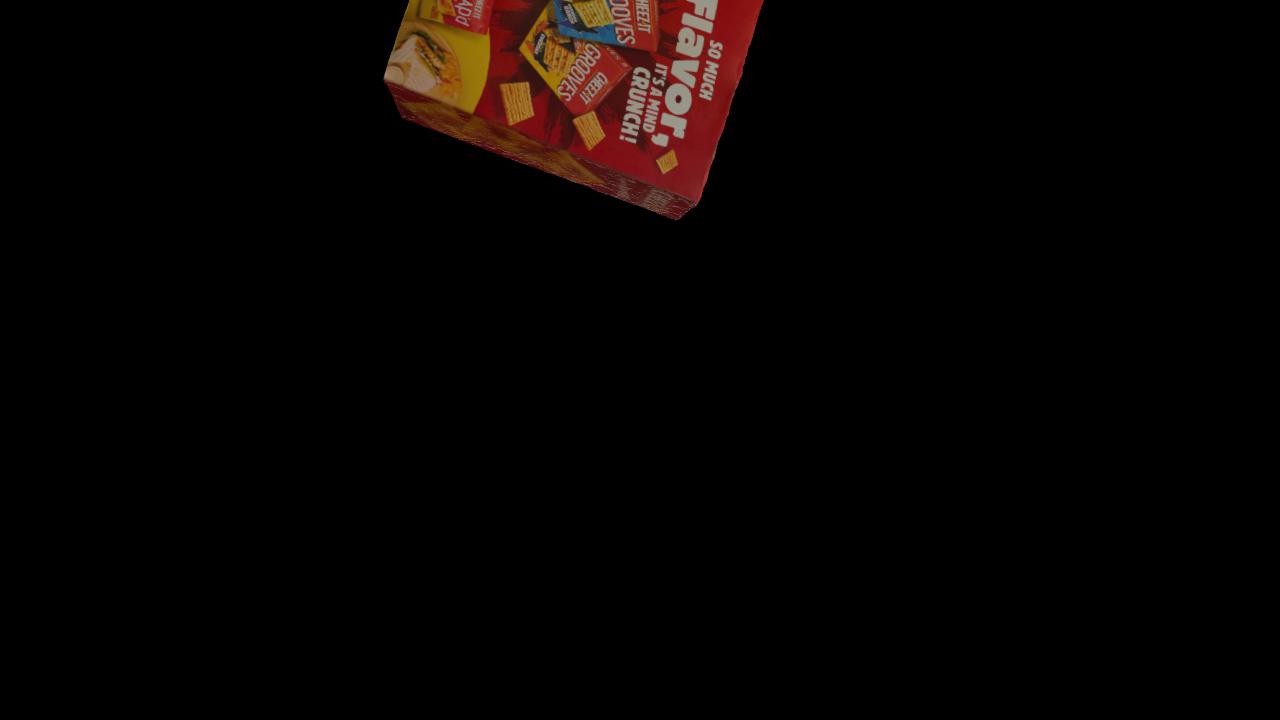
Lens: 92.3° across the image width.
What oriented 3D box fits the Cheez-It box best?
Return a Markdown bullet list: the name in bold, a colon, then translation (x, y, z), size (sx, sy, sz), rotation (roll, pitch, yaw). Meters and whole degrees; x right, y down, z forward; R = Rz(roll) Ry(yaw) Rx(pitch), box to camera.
- **Cheez-It box**: translation (-0.041, -0.219, 0.437), size (0.223, 0.166, 0.071), rotation (18, -3, -10)
